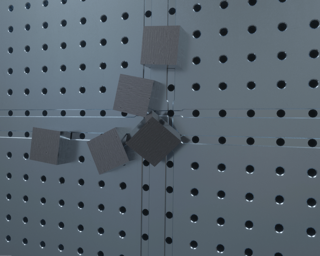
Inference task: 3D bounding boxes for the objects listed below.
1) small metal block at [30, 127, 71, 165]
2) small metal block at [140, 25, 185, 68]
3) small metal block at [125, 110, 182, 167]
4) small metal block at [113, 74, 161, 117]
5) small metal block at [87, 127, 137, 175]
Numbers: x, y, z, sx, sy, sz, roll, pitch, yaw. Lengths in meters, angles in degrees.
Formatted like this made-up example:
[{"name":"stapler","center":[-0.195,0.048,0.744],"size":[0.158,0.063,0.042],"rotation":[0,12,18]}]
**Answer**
[{"name":"small metal block","center":[-0.167,0.026,0.472],"size":[0.050,0.025,0.050],"rotation":[8,93,20]},{"name":"small metal block","center":[0.004,-0.107,0.412],"size":[0.050,0.025,0.050],"rotation":[6,92,20]},{"name":"small metal block","center":[-0.009,0.014,0.404],"size":[0.050,0.025,0.050],"rotation":[41,105,-16]},{"name":"small metal block","center":[-0.032,-0.044,0.424],"size":[0.050,0.025,0.050],"rotation":[14,95,19]},{"name":"small metal block","center":[-0.068,0.032,0.437],"size":[0.050,0.025,0.050],"rotation":[-26,82,18]}]
